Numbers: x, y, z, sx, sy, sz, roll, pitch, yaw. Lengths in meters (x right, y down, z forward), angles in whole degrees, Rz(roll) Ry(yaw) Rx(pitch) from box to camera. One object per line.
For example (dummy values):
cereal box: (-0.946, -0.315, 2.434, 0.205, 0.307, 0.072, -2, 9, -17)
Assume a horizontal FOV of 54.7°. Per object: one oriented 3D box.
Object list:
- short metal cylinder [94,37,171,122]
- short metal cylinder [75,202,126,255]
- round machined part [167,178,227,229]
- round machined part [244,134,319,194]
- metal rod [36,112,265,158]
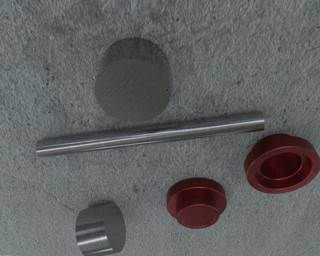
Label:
short metal cylinder: (-0.029, -0.053, 0.345, 0.081, 0.050, 0.079, 0, 130, 0)
short metal cylinder: (-0.096, 0.169, 0.514, 0.050, 0.080, 0.080, -16, 129, 12)
round machined part: (0.060, 0.129, 0.507, 0.099, 0.042, 0.097, -1, 130, 0)
round machined part: (0.169, 0.046, 0.438, 0.099, 0.042, 0.097, -1, 130, 0)
metal rod: (-0.016, 0.010, 0.415, 0.302, 0.025, 0.025, -7, 130, 5)
